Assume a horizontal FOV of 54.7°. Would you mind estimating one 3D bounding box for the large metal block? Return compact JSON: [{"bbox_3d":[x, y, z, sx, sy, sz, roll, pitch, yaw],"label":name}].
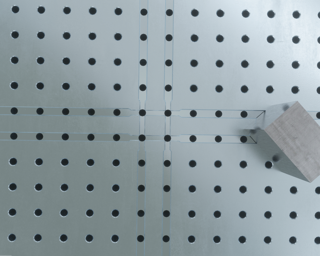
[{"bbox_3d":[0.162,0.015,0.388,0.050,0.080,0.080,-41,91,0],"label":"large metal block"}]
